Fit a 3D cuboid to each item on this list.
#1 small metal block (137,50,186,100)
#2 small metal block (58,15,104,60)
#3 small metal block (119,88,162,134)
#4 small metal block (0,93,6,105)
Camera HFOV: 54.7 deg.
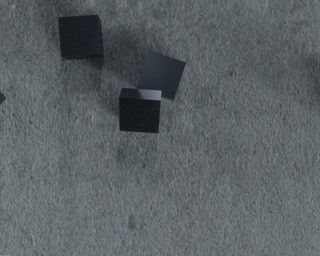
[{"bbox_3d":[0.002,-0.068,0.410,0.050,0.025,0.050,18,90,-1],"label":"small metal block"},{"bbox_3d":[-0.103,-0.119,0.409,0.050,0.025,0.050,-4,90,-1],"label":"small metal block"},{"bbox_3d":[-0.025,-0.022,0.398,0.050,0.025,0.050,4,125,-1],"label":"small metal block"},{"bbox_3d":[-0.244,-0.038,0.407,0.050,0.025,0.050,39,90,-1],"label":"small metal block"}]
